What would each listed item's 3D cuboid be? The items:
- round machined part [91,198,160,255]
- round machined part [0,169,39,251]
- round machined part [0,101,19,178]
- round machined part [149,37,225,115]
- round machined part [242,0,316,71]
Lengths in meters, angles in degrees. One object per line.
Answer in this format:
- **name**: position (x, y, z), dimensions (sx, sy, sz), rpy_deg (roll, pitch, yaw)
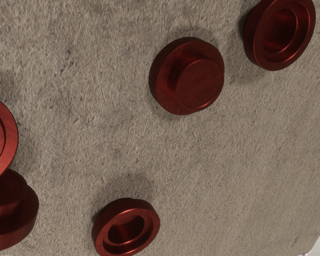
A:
- **round machined part**: position (-0.053, 0.142, 0.457), dimensions (0.099, 0.042, 0.097), rpy_deg (-14, 125, -21)
- **round machined part**: position (-0.173, 0.073, 0.311), dimensions (0.099, 0.098, 0.042), rpy_deg (7, 115, -32)
- **round machined part**: position (-0.185, 0.014, 0.282), dimensions (0.099, 0.042, 0.098), rpy_deg (10, 69, -26)
- **round machined part**: position (0.040, -0.059, 0.383), dimensions (0.099, 0.042, 0.097), rpy_deg (-14, 125, -21)
- **round machined part**: position (0.147, -0.127, 0.400), dimensions (0.099, 0.042, 0.097), rpy_deg (-14, 125, -21)
